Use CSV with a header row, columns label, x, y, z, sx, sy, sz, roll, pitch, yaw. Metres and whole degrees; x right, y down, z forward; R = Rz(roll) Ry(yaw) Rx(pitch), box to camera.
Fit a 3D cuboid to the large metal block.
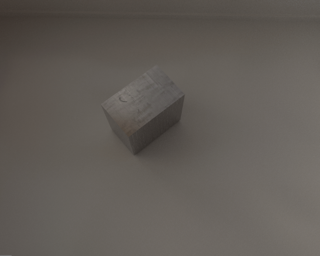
label,x,y,z,sx,sy,sz,roll,pitch,yaw
large metal block,-0.019,-0.019,0.384,0.080,0.080,0.050,-38,75,-13
